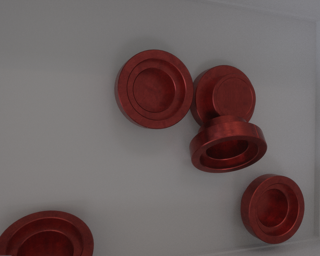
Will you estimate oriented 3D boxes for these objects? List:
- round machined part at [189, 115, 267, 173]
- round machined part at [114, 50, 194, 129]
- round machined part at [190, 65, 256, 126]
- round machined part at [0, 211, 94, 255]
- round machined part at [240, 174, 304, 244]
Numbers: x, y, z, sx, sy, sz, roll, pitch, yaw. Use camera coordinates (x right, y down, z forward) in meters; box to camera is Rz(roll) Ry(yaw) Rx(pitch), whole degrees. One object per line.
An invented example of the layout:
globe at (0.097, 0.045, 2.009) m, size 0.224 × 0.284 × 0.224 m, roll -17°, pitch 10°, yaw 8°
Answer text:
round machined part at (0.088, 0.019, 0.414) m, size 0.099 × 0.097 × 0.042 m, roll 8°, pitch 52°, yaw -20°
round machined part at (-0.010, -0.047, 0.398) m, size 0.099 × 0.042 × 0.097 m, roll 0°, pitch 90°, yaw -20°
round machined part at (0.094, -0.040, 0.436) m, size 0.099 × 0.042 × 0.097 m, roll 0°, pitch 90°, yaw -20°
round machined part at (-0.124, 0.141, 0.336) m, size 0.099 × 0.098 × 0.042 m, roll 0°, pitch 124°, yaw -20°
round machined part at (0.161, 0.117, 0.461) m, size 0.099 × 0.042 × 0.097 m, roll 0°, pitch 90°, yaw -20°
